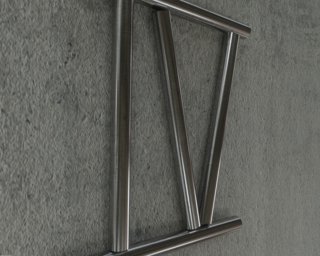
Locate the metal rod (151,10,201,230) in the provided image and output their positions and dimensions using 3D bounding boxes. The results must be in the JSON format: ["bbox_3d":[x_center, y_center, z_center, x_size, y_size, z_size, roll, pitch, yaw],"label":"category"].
[{"bbox_3d":[0.024,-0.005,0.427,0.025,0.025,0.298,-15,100,-39],"label":"metal rod"}]

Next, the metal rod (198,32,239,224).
[{"bbox_3d":[0.091,-0.005,0.484,0.025,0.025,0.299,17,79,-39],"label":"metal rod"}]

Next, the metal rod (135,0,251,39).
[{"bbox_3d":[0.030,-0.167,0.433,0.302,0.025,0.025,1,89,-40],"label":"metal rod"}]

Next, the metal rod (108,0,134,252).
[{"bbox_3d":[-0.046,-0.008,0.368,0.025,0.025,0.298,2,89,-40],"label":"metal rod"}]

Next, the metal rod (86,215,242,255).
[{"bbox_3d":[0.011,0.156,0.417,0.302,0.025,0.025,1,89,-40],"label":"metal rod"}]
